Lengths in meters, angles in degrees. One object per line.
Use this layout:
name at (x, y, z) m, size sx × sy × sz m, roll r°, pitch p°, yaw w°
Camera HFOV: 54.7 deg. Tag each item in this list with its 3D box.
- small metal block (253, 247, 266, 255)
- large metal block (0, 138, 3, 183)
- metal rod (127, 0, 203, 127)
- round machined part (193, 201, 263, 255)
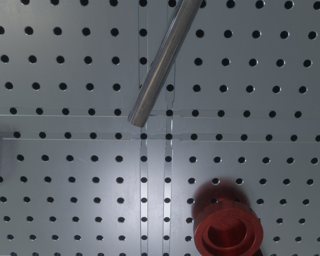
small metal block at (0.159, 0.218, 0.482) m, size 0.025 × 0.050 × 0.050 m, roll -30°, pitch 108°, yaw 10°
large metal block at (-0.266, 0.051, 0.416) m, size 0.081 × 0.050 × 0.079 m, roll 12°, pitch 110°, yaw -5°
metal rod at (0.030, -0.135, 0.363) m, size 0.025 × 0.025 × 0.298 m, roll 23°, pitch 108°, yaw -8°
round machined part at (0.098, 0.149, 0.460) m, size 0.099 × 0.042 × 0.097 m, roll 0°, pitch 110°, yaw 0°
